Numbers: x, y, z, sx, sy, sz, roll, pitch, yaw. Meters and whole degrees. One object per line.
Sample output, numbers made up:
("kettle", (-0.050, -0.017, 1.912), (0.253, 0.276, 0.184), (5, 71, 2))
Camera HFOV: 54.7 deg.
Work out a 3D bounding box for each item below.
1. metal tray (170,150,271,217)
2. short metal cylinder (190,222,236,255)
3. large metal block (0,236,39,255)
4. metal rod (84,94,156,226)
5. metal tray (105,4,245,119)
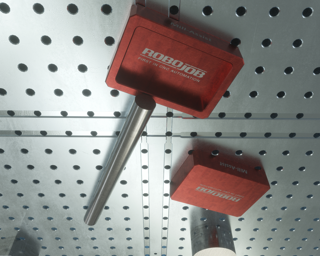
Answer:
("metal tray", (0.092, 0.090, 0.486), (0.131, 0.030, 0.089), (18, 128, -15))
("short metal cylinder", (0.100, 0.223, 0.586), (0.081, 0.050, 0.079), (0, 130, 0))
("large metal block", (-0.307, 0.265, 0.618), (0.080, 0.050, 0.080), (-14, 129, 11))
("metal rod", (-0.069, 0.066, 0.446), (0.025, 0.025, 0.298), (16, 135, -14))
("metal tray", (0.015, -0.069, 0.349), (0.131, 0.030, 0.089), (18, 128, -15))
